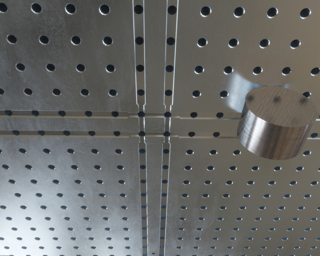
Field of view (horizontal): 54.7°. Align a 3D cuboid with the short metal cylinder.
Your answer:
[{"bbox_3d":[0.138,-0.008,0.371,0.081,0.080,0.050,1,130,-2],"label":"short metal cylinder"}]
